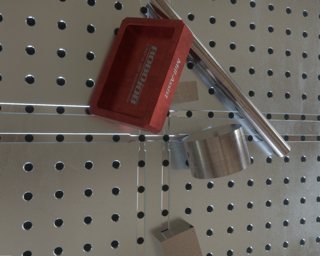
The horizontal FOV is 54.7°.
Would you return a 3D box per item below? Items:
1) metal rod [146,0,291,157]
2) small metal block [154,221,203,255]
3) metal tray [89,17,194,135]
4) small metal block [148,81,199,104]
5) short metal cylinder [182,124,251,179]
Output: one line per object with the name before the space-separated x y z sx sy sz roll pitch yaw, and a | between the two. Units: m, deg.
metal rod | 0.092 -0.067 0.447 0.300 0.025 0.025 46 76 -15
small metal block | 0.026 0.164 0.424 0.050 0.025 0.050 -19 97 -19
metal tray | -0.023 -0.066 0.371 0.030 0.090 0.129 31 77 -58
small metal block | 0.016 -0.045 0.406 0.050 0.050 0.025 -8 93 -20
short metal cylinder | 0.075 0.030 0.413 0.081 0.080 0.050 -18 96 -20
